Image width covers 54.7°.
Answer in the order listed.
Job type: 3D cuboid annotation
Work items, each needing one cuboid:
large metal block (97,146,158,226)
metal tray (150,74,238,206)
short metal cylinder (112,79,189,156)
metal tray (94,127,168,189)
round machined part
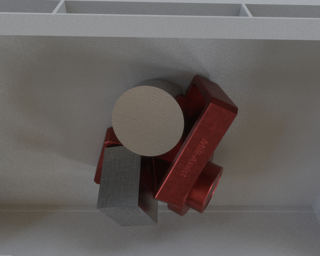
[{"bbox_3d":[-0.037,0.077,0.406,0.050,0.080,0.080,-7,146,14],"label":"large metal block"},{"bbox_3d":[0.031,0.012,0.355,0.030,0.090,0.129,23,111,-15],"label":"metal tray"},{"bbox_3d":[-0.009,-0.014,0.359,0.080,0.050,0.079,3,107,10],"label":"short metal cylinder"},{"bbox_3d":[-0.022,0.054,0.448,0.131,0.030,0.089,13,129,-12],"label":"metal tray"},{"bbox_3d":[0.053,0.076,0.420,0.042,0.098,0.097,25,133,19],"label":"round machined part"}]
